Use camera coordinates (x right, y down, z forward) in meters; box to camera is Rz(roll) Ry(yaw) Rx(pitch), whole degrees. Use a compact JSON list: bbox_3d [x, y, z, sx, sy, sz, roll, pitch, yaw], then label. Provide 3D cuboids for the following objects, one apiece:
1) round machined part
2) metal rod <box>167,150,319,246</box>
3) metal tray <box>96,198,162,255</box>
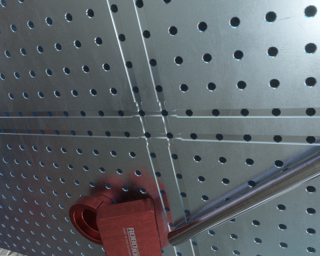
[{"bbox_3d":[-0.109,0.159,0.554,0.098,0.042,0.097,13,124,20],"label":"round machined part"},{"bbox_3d":[0.108,0.103,0.417,0.025,0.025,0.299,45,129,-3],"label":"metal rod"},{"bbox_3d":[-0.048,0.182,0.516,0.091,0.030,0.129,-9,119,-3],"label":"metal tray"}]
